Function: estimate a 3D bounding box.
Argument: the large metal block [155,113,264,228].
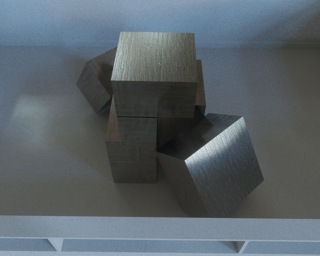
[{"bbox_3d":[0.054,0.040,0.324,0.080,0.080,0.050,-34,23,-25],"label":"large metal block"}]

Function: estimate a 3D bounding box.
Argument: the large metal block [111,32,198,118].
[{"bbox_3d":[-0.004,-0.058,0.331,0.080,0.050,0.080,1,50,1],"label":"large metal block"}]

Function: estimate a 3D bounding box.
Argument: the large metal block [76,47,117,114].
[{"bbox_3d":[-0.058,-0.069,0.415,0.080,0.080,0.050,-35,94,-26],"label":"large metal block"}]

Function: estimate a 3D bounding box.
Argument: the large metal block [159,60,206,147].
[{"bbox_3d":[0.025,-0.030,0.391,0.050,0.080,0.080,1,50,0],"label":"large metal block"}]

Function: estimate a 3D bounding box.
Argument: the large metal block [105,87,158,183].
[{"bbox_3d":[-0.028,0.009,0.360,0.050,0.080,0.080,1,50,0],"label":"large metal block"}]
